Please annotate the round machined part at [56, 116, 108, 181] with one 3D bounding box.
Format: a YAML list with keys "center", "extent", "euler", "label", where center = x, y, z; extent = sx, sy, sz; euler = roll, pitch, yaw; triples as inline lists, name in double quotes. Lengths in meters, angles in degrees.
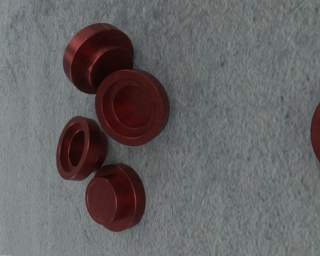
- center: [-0.117, 0.033, 0.478]
  extent: [0.098, 0.042, 0.098]
  euler: [-17, 65, 44]
  label: "round machined part"

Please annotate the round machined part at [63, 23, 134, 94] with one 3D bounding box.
- center: [-0.075, -0.086, 0.417]
  extent: [0.042, 0.099, 0.097]
  euler: [43, 116, 31]
  label: "round machined part"

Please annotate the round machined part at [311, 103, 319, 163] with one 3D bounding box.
- center: [0.178, 0.004, 0.247]
  extent: [0.098, 0.042, 0.097]
  euler: [0, 90, 39]
  label: "round machined part"

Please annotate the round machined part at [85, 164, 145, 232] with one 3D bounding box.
- center: [-0.071, 0.102, 0.450]
  extent: [0.098, 0.042, 0.097]
  euler: [0, 90, 39]
  label: "round machined part"

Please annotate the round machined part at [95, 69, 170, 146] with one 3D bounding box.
- center: [-0.032, -0.029, 0.405]
  extent: [0.098, 0.042, 0.097]
  euler: [7, 107, 23]
  label: "round machined part"
